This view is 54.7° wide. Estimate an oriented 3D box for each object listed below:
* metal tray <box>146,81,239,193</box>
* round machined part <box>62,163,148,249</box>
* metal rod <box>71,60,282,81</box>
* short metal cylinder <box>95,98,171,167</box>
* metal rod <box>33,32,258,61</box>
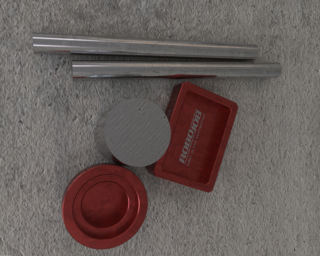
[{"bbox_3d":[0.046,0.013,0.423,0.091,0.030,0.129,21,83,-19],"label":"metal tray"},{"bbox_3d":[-0.068,0.090,0.375,0.099,0.042,0.097,0,90,-20],"label":"round machined part"},{"bbox_3d":[0.036,-0.079,0.422,0.303,0.025,0.025,-4,92,-20],"label":"metal rod"},{"bbox_3d":[-0.034,0.007,0.378,0.081,0.050,0.080,3,82,-24],"label":"short metal cylinder"},{"bbox_3d":[-0.003,-0.105,0.407,0.303,0.025,0.025,-3,91,-20],"label":"metal rod"}]
